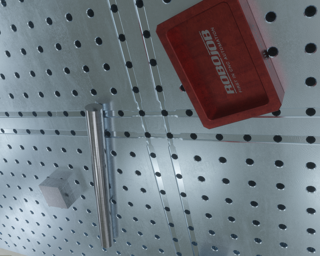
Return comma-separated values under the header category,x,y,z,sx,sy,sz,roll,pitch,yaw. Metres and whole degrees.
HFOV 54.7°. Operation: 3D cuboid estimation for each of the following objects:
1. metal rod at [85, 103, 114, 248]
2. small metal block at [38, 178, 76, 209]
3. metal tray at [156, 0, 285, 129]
category,x,y,z,sx,sy,sz,roll,pitch,yaw
metal rod,-0.098,0.096,0.520,0.025,0.025,0.298,15,125,19
small metal block,-0.194,0.123,0.587,0.050,0.025,0.050,0,119,28
metal tray,0.064,-0.069,0.330,0.090,0.030,0.130,-17,110,34
